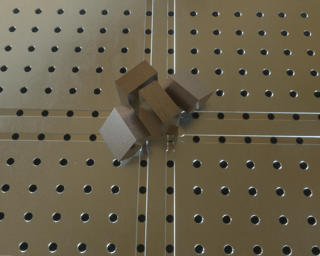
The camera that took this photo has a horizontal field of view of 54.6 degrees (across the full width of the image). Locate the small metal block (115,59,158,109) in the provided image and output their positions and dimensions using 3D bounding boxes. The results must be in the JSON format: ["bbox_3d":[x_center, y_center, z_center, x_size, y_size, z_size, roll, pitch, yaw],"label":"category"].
[{"bbox_3d":[-0.030,-0.057,0.419,0.050,0.050,0.025,-39,75,-13],"label":"small metal block"}]

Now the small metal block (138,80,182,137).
[{"bbox_3d":[-0.001,-0.023,0.380,0.025,0.050,0.050,-34,74,-12],"label":"small metal block"}]

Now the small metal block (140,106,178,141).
[{"bbox_3d":[-0.002,-0.010,0.415,0.050,0.025,0.050,1,70,-1],"label":"small metal block"}]

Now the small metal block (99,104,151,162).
[{"bbox_3d":[-0.045,0.007,0.393,0.025,0.050,0.050,-17,66,-46],"label":"small metal block"}]

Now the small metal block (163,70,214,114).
[{"bbox_3d":[0.037,-0.050,0.416,0.050,0.025,0.050,41,35,13],"label":"small metal block"}]
